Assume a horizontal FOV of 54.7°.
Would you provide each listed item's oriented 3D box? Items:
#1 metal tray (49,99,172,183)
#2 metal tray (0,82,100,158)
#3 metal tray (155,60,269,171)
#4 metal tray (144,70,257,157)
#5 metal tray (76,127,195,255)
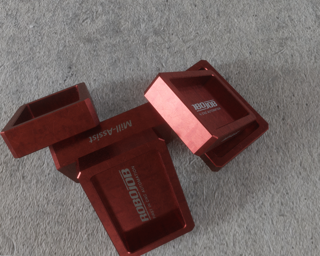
[{"bbox_3d":[-0.052,0.019,0.367,0.131,0.090,0.030,-23,72,-9],"label":"metal tray"},{"bbox_3d":[-0.123,-0.016,0.363,0.091,0.130,0.030,-23,111,-9],"label":"metal tray"},{"bbox_3d":[0.066,-0.019,0.414,0.090,0.030,0.130,-37,74,-13],"label":"metal tray"},{"bbox_3d":[0.053,-0.025,0.360,0.090,0.030,0.131,50,33,15],"label":"metal tray"},{"bbox_3d":[-0.023,0.074,0.335,0.091,0.030,0.129,-23,117,-8],"label":"metal tray"}]
